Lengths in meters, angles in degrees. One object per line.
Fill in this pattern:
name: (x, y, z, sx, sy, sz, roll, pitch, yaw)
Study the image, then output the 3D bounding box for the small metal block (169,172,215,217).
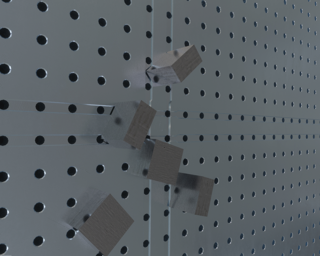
small metal block: (0.043, 0.091, 0.428, 0.025, 0.050, 0.050, 22, 76, -38)

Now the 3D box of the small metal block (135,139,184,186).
small metal block: (0.000, 0.045, 0.408, 0.050, 0.025, 0.050, 22, 76, -38)

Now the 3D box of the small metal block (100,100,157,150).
small metal block: (-0.037, -0.003, 0.361, 0.025, 0.050, 0.050, 35, 69, -35)

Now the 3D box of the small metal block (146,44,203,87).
small metal block: (0.019, -0.081, 0.407, 0.050, 0.050, 0.025, -47, 118, -30)

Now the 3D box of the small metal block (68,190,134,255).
small metal block: (-0.066, 0.108, 0.354, 0.050, 0.025, 0.050, -49, 119, -29)
